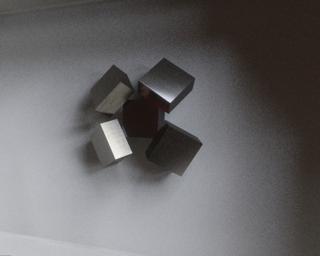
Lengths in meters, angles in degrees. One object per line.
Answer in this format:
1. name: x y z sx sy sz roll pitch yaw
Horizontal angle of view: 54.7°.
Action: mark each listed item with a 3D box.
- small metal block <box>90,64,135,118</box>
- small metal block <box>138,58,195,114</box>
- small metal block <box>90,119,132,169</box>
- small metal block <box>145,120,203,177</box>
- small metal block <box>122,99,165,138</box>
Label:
1. small metal block: -0.065 -0.050 0.418 0.050 0.025 0.050 -44 39 15
2. small metal block: 0.008 -0.054 0.393 0.050 0.025 0.050 37 64 16
3. small metal block: -0.068 0.022 0.420 0.050 0.025 0.050 -36 76 55
4. small metal block: 0.017 0.026 0.390 0.050 0.025 0.050 29 101 -17
5. small metal block: -0.022 -0.012 0.415 0.050 0.025 0.050 2 91 20
